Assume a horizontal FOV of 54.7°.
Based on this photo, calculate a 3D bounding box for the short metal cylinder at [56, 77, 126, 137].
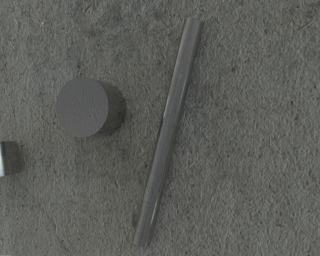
[{"bbox_3d":[-0.094,-0.027,0.429,0.080,0.050,0.080,0,90,20],"label":"short metal cylinder"}]

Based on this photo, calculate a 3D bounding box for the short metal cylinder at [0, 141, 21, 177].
[{"bbox_3d":[-0.259,0.051,0.471,0.080,0.080,0.050,-10,87,19],"label":"short metal cylinder"}]

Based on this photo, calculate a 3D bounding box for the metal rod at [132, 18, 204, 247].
[{"bbox_3d":[0.009,0.010,0.405,0.025,0.025,0.298,15,95,19],"label":"metal rod"}]
